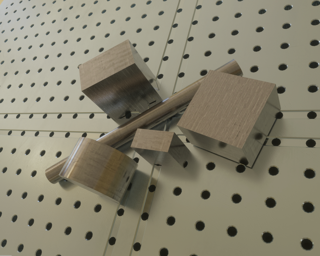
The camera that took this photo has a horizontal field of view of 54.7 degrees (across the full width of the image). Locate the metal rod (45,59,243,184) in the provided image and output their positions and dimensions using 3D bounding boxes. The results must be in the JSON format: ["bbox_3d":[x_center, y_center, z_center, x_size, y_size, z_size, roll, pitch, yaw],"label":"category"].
[{"bbox_3d":[-0.027,-0.005,0.423,0.301,0.025,0.025,-30,52,8],"label":"metal rod"}]

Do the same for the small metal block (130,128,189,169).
[{"bbox_3d":[0.001,0.025,0.375,0.050,0.050,0.025,5,65,30],"label":"small metal block"}]

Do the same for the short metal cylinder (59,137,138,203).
[{"bbox_3d":[-0.074,0.052,0.377,0.080,0.080,0.050,12,68,33],"label":"short metal cylinder"}]

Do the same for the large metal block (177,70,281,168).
[{"bbox_3d":[0.080,-0.013,0.354,0.080,0.050,0.080,21,73,35],"label":"large metal block"}]

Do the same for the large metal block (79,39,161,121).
[{"bbox_3d":[-0.056,-0.065,0.442,0.080,0.080,0.050,-25,53,12],"label":"large metal block"}]
